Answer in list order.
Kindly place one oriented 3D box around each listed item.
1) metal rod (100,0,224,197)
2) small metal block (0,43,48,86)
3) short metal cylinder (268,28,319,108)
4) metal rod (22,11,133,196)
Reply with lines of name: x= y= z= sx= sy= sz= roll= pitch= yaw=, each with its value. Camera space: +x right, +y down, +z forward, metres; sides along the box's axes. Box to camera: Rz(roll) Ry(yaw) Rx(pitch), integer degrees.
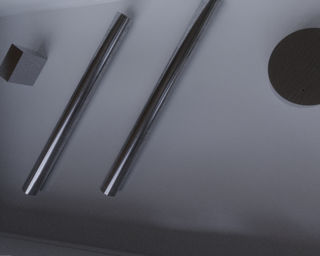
metal rod: x=-0.001 y=-0.040 z=0.410 sx=0.025 sy=0.025 sz=0.299 roll=32 pitch=100 yaw=17
small metal block: x=-0.207 y=-0.094 z=0.468 sx=0.025 sy=0.050 sz=0.050 roll=37 pitch=102 yaw=16
short metal cylinder: x=0.161 y=-0.063 z=0.340 sx=0.080 sy=0.050 sz=0.079 roll=0 pitch=90 yaw=19
metal rod: x=-0.125 y=-0.029 z=0.452 sx=0.025 sy=0.025 sz=0.299 roll=34 pitch=101 yaw=16
